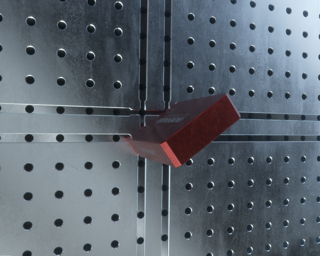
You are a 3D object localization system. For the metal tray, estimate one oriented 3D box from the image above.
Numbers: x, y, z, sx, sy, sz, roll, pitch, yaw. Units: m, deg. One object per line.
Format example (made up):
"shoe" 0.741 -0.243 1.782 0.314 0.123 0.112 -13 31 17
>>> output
"metal tray" 0.022 0.001 0.366 0.090 0.130 0.030 -36 102 -17
